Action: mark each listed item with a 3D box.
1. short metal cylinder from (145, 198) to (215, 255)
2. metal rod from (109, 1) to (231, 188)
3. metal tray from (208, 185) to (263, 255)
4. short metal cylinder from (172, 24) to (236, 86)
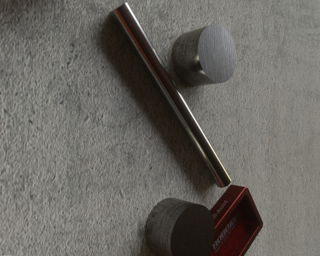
[{"bbox_3d":[0.027,0.137,0.412,0.081,0.050,0.080,0,90,-40],"label":"short metal cylinder"},{"bbox_3d":[0.026,-0.028,0.425,0.025,0.025,0.299,-48,119,-29],"label":"metal rod"},{"bbox_3d":[0.109,0.165,0.492,0.131,0.030,0.090,-41,115,-32],"label":"metal tray"},{"bbox_3d":[0.064,-0.101,0.441,0.081,0.050,0.080,0,90,-40],"label":"short metal cylinder"}]
